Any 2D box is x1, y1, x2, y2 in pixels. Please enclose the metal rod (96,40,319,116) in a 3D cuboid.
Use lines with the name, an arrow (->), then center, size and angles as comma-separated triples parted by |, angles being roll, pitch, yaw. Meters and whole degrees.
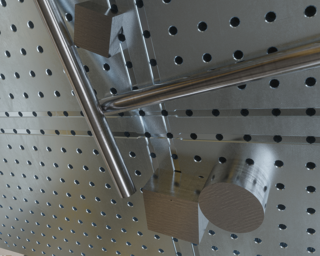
metal rod -> 0.041, -0.050, 0.357 | 0.300, 0.025, 0.025 | -10, 113, 32

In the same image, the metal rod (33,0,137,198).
metal rod -> -0.098, -0.045, 0.405 | 0.025, 0.025, 0.298 | -15, 103, 34

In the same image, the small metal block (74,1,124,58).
small metal block -> -0.075, -0.119, 0.375 | 0.050, 0.025, 0.050 | 23, 127, 13

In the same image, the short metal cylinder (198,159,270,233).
short metal cylinder -> 0.096, 0.087, 0.398 | 0.080, 0.050, 0.079 | 13, 124, 20

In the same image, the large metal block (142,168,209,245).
large metal block -> 0.026, 0.112, 0.450 | 0.080, 0.050, 0.079 | 9, 122, 23
